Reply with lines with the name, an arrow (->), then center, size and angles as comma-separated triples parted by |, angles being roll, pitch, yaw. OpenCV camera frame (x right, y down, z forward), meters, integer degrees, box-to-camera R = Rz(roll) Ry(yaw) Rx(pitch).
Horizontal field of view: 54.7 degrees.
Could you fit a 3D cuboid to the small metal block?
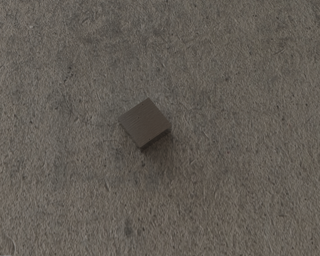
small metal block -> -0.020, -0.004, 0.411 | 0.050, 0.025, 0.050 | -35, 74, -12
